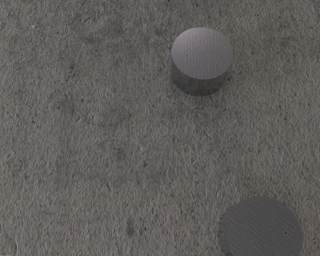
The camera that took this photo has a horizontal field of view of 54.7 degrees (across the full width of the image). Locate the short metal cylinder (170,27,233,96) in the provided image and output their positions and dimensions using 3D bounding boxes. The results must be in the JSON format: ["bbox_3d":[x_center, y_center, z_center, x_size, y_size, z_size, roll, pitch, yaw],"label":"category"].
[{"bbox_3d":[0.055,-0.090,0.428,0.081,0.050,0.080,0,70,0],"label":"short metal cylinder"}]

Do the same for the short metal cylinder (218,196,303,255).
[{"bbox_3d":[0.110,0.121,0.351,0.081,0.050,0.080,0,70,0],"label":"short metal cylinder"}]
